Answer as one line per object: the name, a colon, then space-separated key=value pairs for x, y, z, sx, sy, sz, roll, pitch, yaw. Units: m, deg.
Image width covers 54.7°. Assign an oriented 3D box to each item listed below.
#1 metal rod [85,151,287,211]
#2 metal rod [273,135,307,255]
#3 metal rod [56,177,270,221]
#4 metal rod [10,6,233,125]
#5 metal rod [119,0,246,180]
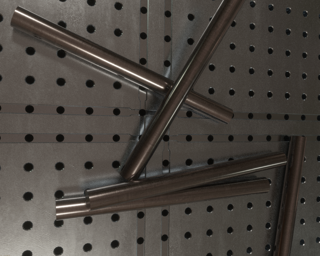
metal rod: x=0.053 y=0.066 z=0.420 sx=0.303 sy=0.025 sz=0.025 roll=-8 pitch=93 yaw=-25
metal rod: x=0.197 y=0.161 z=0.487 sx=0.025 sy=0.025 sz=0.298 roll=11 pitch=86 yaw=-20
metal rod: x=0.018 y=0.092 z=0.420 sx=0.303 sy=0.025 sz=0.025 roll=-2 pitch=91 yaw=-21
metal rod: x=-0.033 y=-0.072 z=0.401 sx=0.302 sy=0.025 sz=0.025 roll=23 pitch=82 yaw=-19
metal rod: x=0.036 y=-0.064 z=0.394 sx=0.025 sy=0.025 sz=0.299 roll=30 pitch=92 yaw=-18
